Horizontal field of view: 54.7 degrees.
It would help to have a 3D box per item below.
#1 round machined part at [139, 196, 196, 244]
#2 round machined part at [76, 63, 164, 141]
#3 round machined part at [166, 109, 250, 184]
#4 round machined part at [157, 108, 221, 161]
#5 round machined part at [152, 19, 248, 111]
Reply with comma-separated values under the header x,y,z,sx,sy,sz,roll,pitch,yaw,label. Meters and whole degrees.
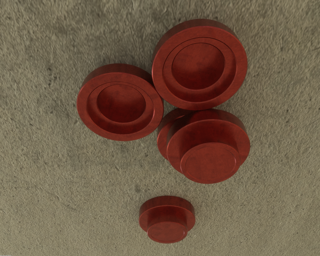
x,y,z,sx,sy,sz,roll,pitch,yaw,label
0.013,0.164,0.535,0.099,0.042,0.097,0,130,0,round machined part
-0.045,-0.034,0.367,0.099,0.042,0.097,0,131,0,round machined part
0.057,0.029,0.366,0.099,0.042,0.097,0,130,0,round machined part
0.045,0.020,0.414,0.099,0.042,0.097,0,130,0,round machined part
0.040,-0.070,0.335,0.099,0.042,0.097,-2,129,-2,round machined part
